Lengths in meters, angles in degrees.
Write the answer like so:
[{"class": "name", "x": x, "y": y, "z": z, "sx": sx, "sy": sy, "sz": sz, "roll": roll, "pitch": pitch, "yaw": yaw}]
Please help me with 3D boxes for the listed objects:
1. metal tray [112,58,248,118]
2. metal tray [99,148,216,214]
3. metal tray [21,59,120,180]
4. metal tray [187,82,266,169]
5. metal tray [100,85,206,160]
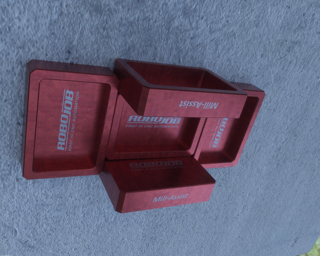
[{"class": "metal tray", "x": 0.021, "y": -0.045, "z": 0.352, "sx": 0.131, "sy": 0.090, "sz": 0.030, "roll": 0, "pitch": 119, "yaw": -29}, {"class": "metal tray", "x": -0.006, "y": 0.061, "z": 0.400, "sx": 0.131, "sy": 0.090, "sz": 0.030, "roll": 0, "pitch": 118, "yaw": -29}, {"class": "metal tray", "x": -0.102, "y": -0.006, "z": 0.346, "sx": 0.091, "sy": 0.030, "sz": 0.129, "roll": 0, "pitch": 118, "yaw": -29}, {"class": "metal tray", "x": 0.091, "y": -0.002, "z": 0.456, "sx": 0.091, "sy": 0.030, "sz": 0.129, "roll": 0, "pitch": 118, "yaw": -29}, {"class": "metal tray", "x": -0.006, "y": -0.007, "z": 0.399, "sx": 0.131, "sy": 0.030, "sz": 0.089, "roll": 1, "pitch": 118, "yaw": -29}]
